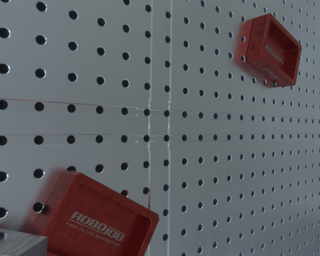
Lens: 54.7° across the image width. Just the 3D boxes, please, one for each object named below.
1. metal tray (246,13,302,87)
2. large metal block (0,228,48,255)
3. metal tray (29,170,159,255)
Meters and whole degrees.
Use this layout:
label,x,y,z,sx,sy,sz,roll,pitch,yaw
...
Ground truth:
label,x,y,z,sx,sy,sz,roll,pitch,yaw
metal tray,0.220,-0.144,0.589,0.131,0.030,0.090,23,76,-38
large metal block,-0.138,0.138,0.249,0.080,0.050,0.079,-9,103,-77
metal tray,-0.069,0.115,0.348,0.130,0.030,0.090,38,67,-34
